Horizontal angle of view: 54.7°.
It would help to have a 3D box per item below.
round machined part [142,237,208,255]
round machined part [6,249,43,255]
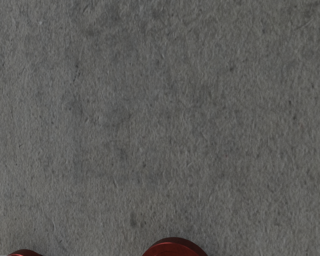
[{"bbox_3d":[0.023,0.187,0.391,0.098,0.042,0.097,0,90,19],"label":"round machined part"},{"bbox_3d":[-0.199,0.232,0.468,0.098,0.042,0.097,0,90,19],"label":"round machined part"}]
